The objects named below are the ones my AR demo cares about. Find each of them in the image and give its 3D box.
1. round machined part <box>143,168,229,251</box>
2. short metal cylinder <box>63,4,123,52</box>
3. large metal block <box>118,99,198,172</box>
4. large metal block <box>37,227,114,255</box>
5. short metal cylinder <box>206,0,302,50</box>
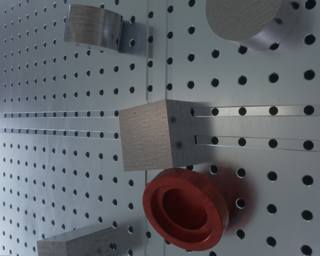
[{"bbox_3d":[0.032,0.088,0.357,0.098,0.042,0.097,14,120,26],"label":"round machined part"},{"bbox_3d":[-0.097,-0.143,0.454,0.080,0.081,0.050,15,100,39],"label":"short metal cylinder"},{"bbox_3d":[-0.004,0.011,0.396,0.080,0.050,0.080,-10,84,39],"label":"large metal block"},{"bbox_3d":[-0.131,0.191,0.482,0.080,0.081,0.050,-16,80,39],"label":"large metal block"},{"bbox_3d":[0.094,-0.124,0.315,0.080,0.050,0.080,0,90,40],"label":"short metal cylinder"}]
